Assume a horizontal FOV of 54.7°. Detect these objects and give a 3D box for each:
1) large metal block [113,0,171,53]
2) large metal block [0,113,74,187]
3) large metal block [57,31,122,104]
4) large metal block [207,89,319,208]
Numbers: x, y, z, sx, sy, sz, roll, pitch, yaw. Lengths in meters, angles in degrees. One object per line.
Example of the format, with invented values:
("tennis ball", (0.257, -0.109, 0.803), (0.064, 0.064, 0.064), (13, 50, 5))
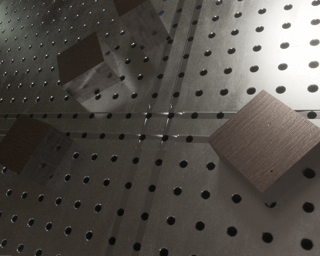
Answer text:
("large metal block", (-0.032, -0.184, 0.501), (0.050, 0.080, 0.080), (-28, 53, 11))
("large metal block", (-0.195, 0.032, 0.472), (0.080, 0.050, 0.080), (16, 70, 34))
("large metal block", (-0.119, -0.100, 0.514), (0.080, 0.050, 0.080), (-28, 52, 10))
("large metal block", (0.110, 0.020, 0.321), (0.080, 0.050, 0.080), (-42, 51, -1))
